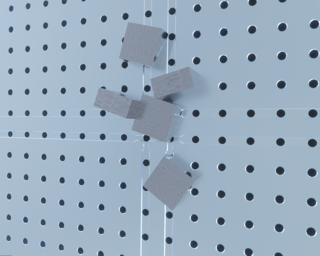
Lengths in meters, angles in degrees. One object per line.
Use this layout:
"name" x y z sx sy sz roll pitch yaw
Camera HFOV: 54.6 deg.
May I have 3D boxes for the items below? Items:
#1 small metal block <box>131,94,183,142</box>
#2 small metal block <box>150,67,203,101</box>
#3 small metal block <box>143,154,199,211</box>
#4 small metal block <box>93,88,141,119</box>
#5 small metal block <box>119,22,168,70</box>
"small metal block" -0.004 -0.013 0.414 0.050 0.025 0.050 20 97 18
"small metal block" 0.022 -0.054 0.392 0.050 0.050 0.025 -15 85 19
"small metal block" 0.015 0.071 0.408 0.050 0.025 0.050 38 102 16
"small metal block" -0.052 -0.032 0.418 0.050 0.050 0.025 21 97 19
"small metal block" -0.022 -0.111 0.421 0.050 0.025 0.050 17 96 19
